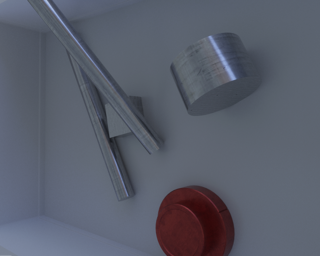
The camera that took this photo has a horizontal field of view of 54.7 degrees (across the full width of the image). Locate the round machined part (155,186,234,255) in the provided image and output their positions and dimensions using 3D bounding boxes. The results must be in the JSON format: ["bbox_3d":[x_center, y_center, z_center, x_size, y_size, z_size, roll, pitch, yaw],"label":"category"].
[{"bbox_3d":[0.034,0.120,0.366,0.098,0.042,0.097,0,90,39],"label":"round machined part"}]

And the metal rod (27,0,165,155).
[{"bbox_3d":[-0.096,-0.090,0.398,0.025,0.025,0.300,-35,96,34],"label":"metal rod"}]

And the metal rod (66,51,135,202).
[{"bbox_3d":[-0.103,-0.031,0.488,0.025,0.025,0.299,-35,69,34],"label":"metal rod"}]

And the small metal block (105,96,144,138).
[{"bbox_3d":[-0.050,-0.015,0.446,0.050,0.025,0.050,-16,80,38],"label":"small metal block"}]

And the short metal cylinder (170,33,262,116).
[{"bbox_3d":[0.057,-0.053,0.323,0.080,0.081,0.050,-33,70,35],"label":"short metal cylinder"}]
